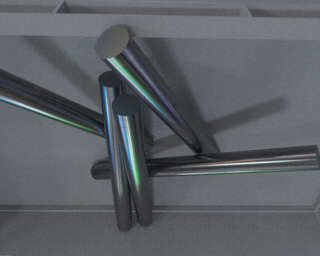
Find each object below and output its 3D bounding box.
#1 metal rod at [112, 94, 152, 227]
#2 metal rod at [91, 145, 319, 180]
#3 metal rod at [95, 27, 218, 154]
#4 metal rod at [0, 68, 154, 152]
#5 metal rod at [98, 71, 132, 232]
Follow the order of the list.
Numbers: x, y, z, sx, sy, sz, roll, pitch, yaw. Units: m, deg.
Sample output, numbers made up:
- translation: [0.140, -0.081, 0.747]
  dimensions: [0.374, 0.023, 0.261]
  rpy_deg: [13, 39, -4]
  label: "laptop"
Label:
- translation: [-0.027, 0.065, 0.388]
  dimensions: [0.025, 0.025, 0.299]
  rpy_deg: [-1, 145, 0]
  label: "metal rod"
- translation: [0.030, 0.047, 0.384]
  dimensions: [0.300, 0.025, 0.025]
  rpy_deg: [-8, 133, 33]
  label: "metal rod"
- translation: [0.026, -0.002, 0.329]
  dimensions: [0.025, 0.025, 0.300]
  rpy_deg: [-20, 152, 16]
  label: "metal rod"
- translation: [-0.099, -0.019, 0.309]
  dimensions: [0.025, 0.025, 0.301]
  rpy_deg: [-29, 150, 22]
  label: "metal rod"
- translation: [-0.051, 0.056, 0.393]
  dimensions: [0.025, 0.025, 0.298]
  rpy_deg: [2, 137, -2]
  label: "metal rod"
